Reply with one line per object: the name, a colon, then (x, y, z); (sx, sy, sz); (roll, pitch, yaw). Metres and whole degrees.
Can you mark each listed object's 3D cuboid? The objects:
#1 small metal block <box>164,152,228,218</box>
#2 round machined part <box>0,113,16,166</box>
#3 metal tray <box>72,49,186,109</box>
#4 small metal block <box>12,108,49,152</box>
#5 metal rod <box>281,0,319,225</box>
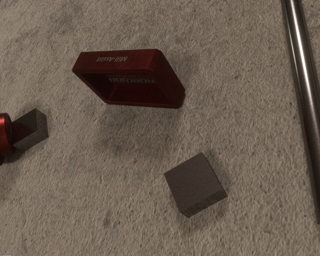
small metal block: (0.039, 0.063, 0.344); (0.050, 0.025, 0.050); (-31, 52, 8)
round machined part: (-0.260, 0.012, 0.493); (0.042, 0.097, 0.098); (-10, 51, -16)
metal tray: (-0.042, -0.065, 0.422); (0.130, 0.090, 0.030); (6, 65, 30)
small metal block: (-0.215, 0.003, 0.512); (0.050, 0.025, 0.050); (-29, 52, 9)
metal rod: (0.164, -0.046, 0.345); (0.025, 0.025, 0.299); (-9, 58, 23)
